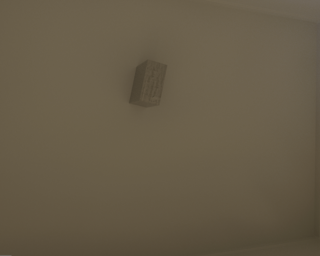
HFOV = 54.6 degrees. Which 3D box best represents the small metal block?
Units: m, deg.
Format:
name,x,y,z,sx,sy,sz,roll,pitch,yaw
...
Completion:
name,x,y,z,sx,sy,sz,roll,pitch,yaw
small metal block,-0.016,-0.054,0.391,0.025,0.050,0.050,13,86,-20
